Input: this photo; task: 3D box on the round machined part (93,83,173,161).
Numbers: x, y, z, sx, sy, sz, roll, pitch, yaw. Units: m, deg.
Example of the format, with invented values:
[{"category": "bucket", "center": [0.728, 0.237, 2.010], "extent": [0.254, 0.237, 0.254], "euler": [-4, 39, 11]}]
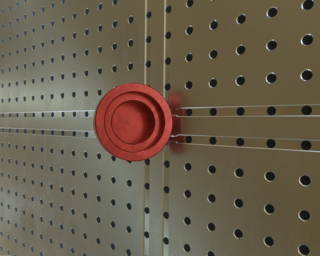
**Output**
[{"category": "round machined part", "center": [-0.037, -0.007, 0.402], "extent": [0.042, 0.099, 0.097], "euler": [173, 95, -71]}]
